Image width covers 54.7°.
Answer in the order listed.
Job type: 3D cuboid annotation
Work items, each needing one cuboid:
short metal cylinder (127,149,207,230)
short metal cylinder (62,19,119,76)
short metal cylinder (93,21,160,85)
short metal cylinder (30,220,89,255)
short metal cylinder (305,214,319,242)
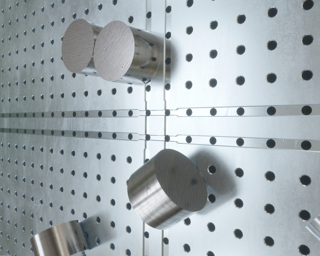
[{"bbox_3d":[0.009,0.071,0.364,0.050,0.081,0.080,-42,65,32],"label":"short metal cylinder"},{"bbox_3d":[-0.107,-0.122,0.479,0.080,0.050,0.079,0,90,39],"label":"short metal cylinder"},{"bbox_3d":[-0.046,-0.102,0.429,0.080,0.050,0.079,0,90,39],"label":"short metal cylinder"},{"bbox_3d":[-0.163,0.191,0.505,0.080,0.081,0.050,-39,67,33],"label":"short metal cylinder"},{"bbox_3d":[0.163,0.070,0.239,0.050,0.081,0.080,48,118,29],"label":"short metal cylinder"}]
